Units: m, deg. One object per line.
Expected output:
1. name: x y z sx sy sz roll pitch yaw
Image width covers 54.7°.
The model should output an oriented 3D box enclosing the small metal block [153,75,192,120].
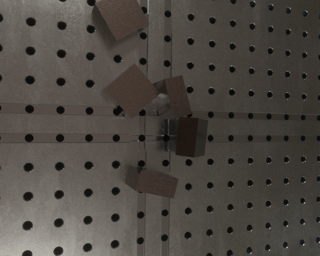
1. small metal block: 0.014 -0.039 0.405 0.025 0.050 0.050 -16 96 -20

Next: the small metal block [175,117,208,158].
1. small metal block: 0.044 0.012 0.414 0.025 0.050 0.050 6 90 23

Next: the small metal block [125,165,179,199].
1. small metal block: -0.011 0.068 0.396 0.050 0.050 0.025 16 85 -20

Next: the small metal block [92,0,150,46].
1. small metal block: -0.050 -0.141 0.395 0.050 0.025 0.050 -33 101 -17

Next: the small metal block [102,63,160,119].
1. small metal block: -0.037 -0.046 0.398 0.050 0.025 0.050 -44 103 -13
